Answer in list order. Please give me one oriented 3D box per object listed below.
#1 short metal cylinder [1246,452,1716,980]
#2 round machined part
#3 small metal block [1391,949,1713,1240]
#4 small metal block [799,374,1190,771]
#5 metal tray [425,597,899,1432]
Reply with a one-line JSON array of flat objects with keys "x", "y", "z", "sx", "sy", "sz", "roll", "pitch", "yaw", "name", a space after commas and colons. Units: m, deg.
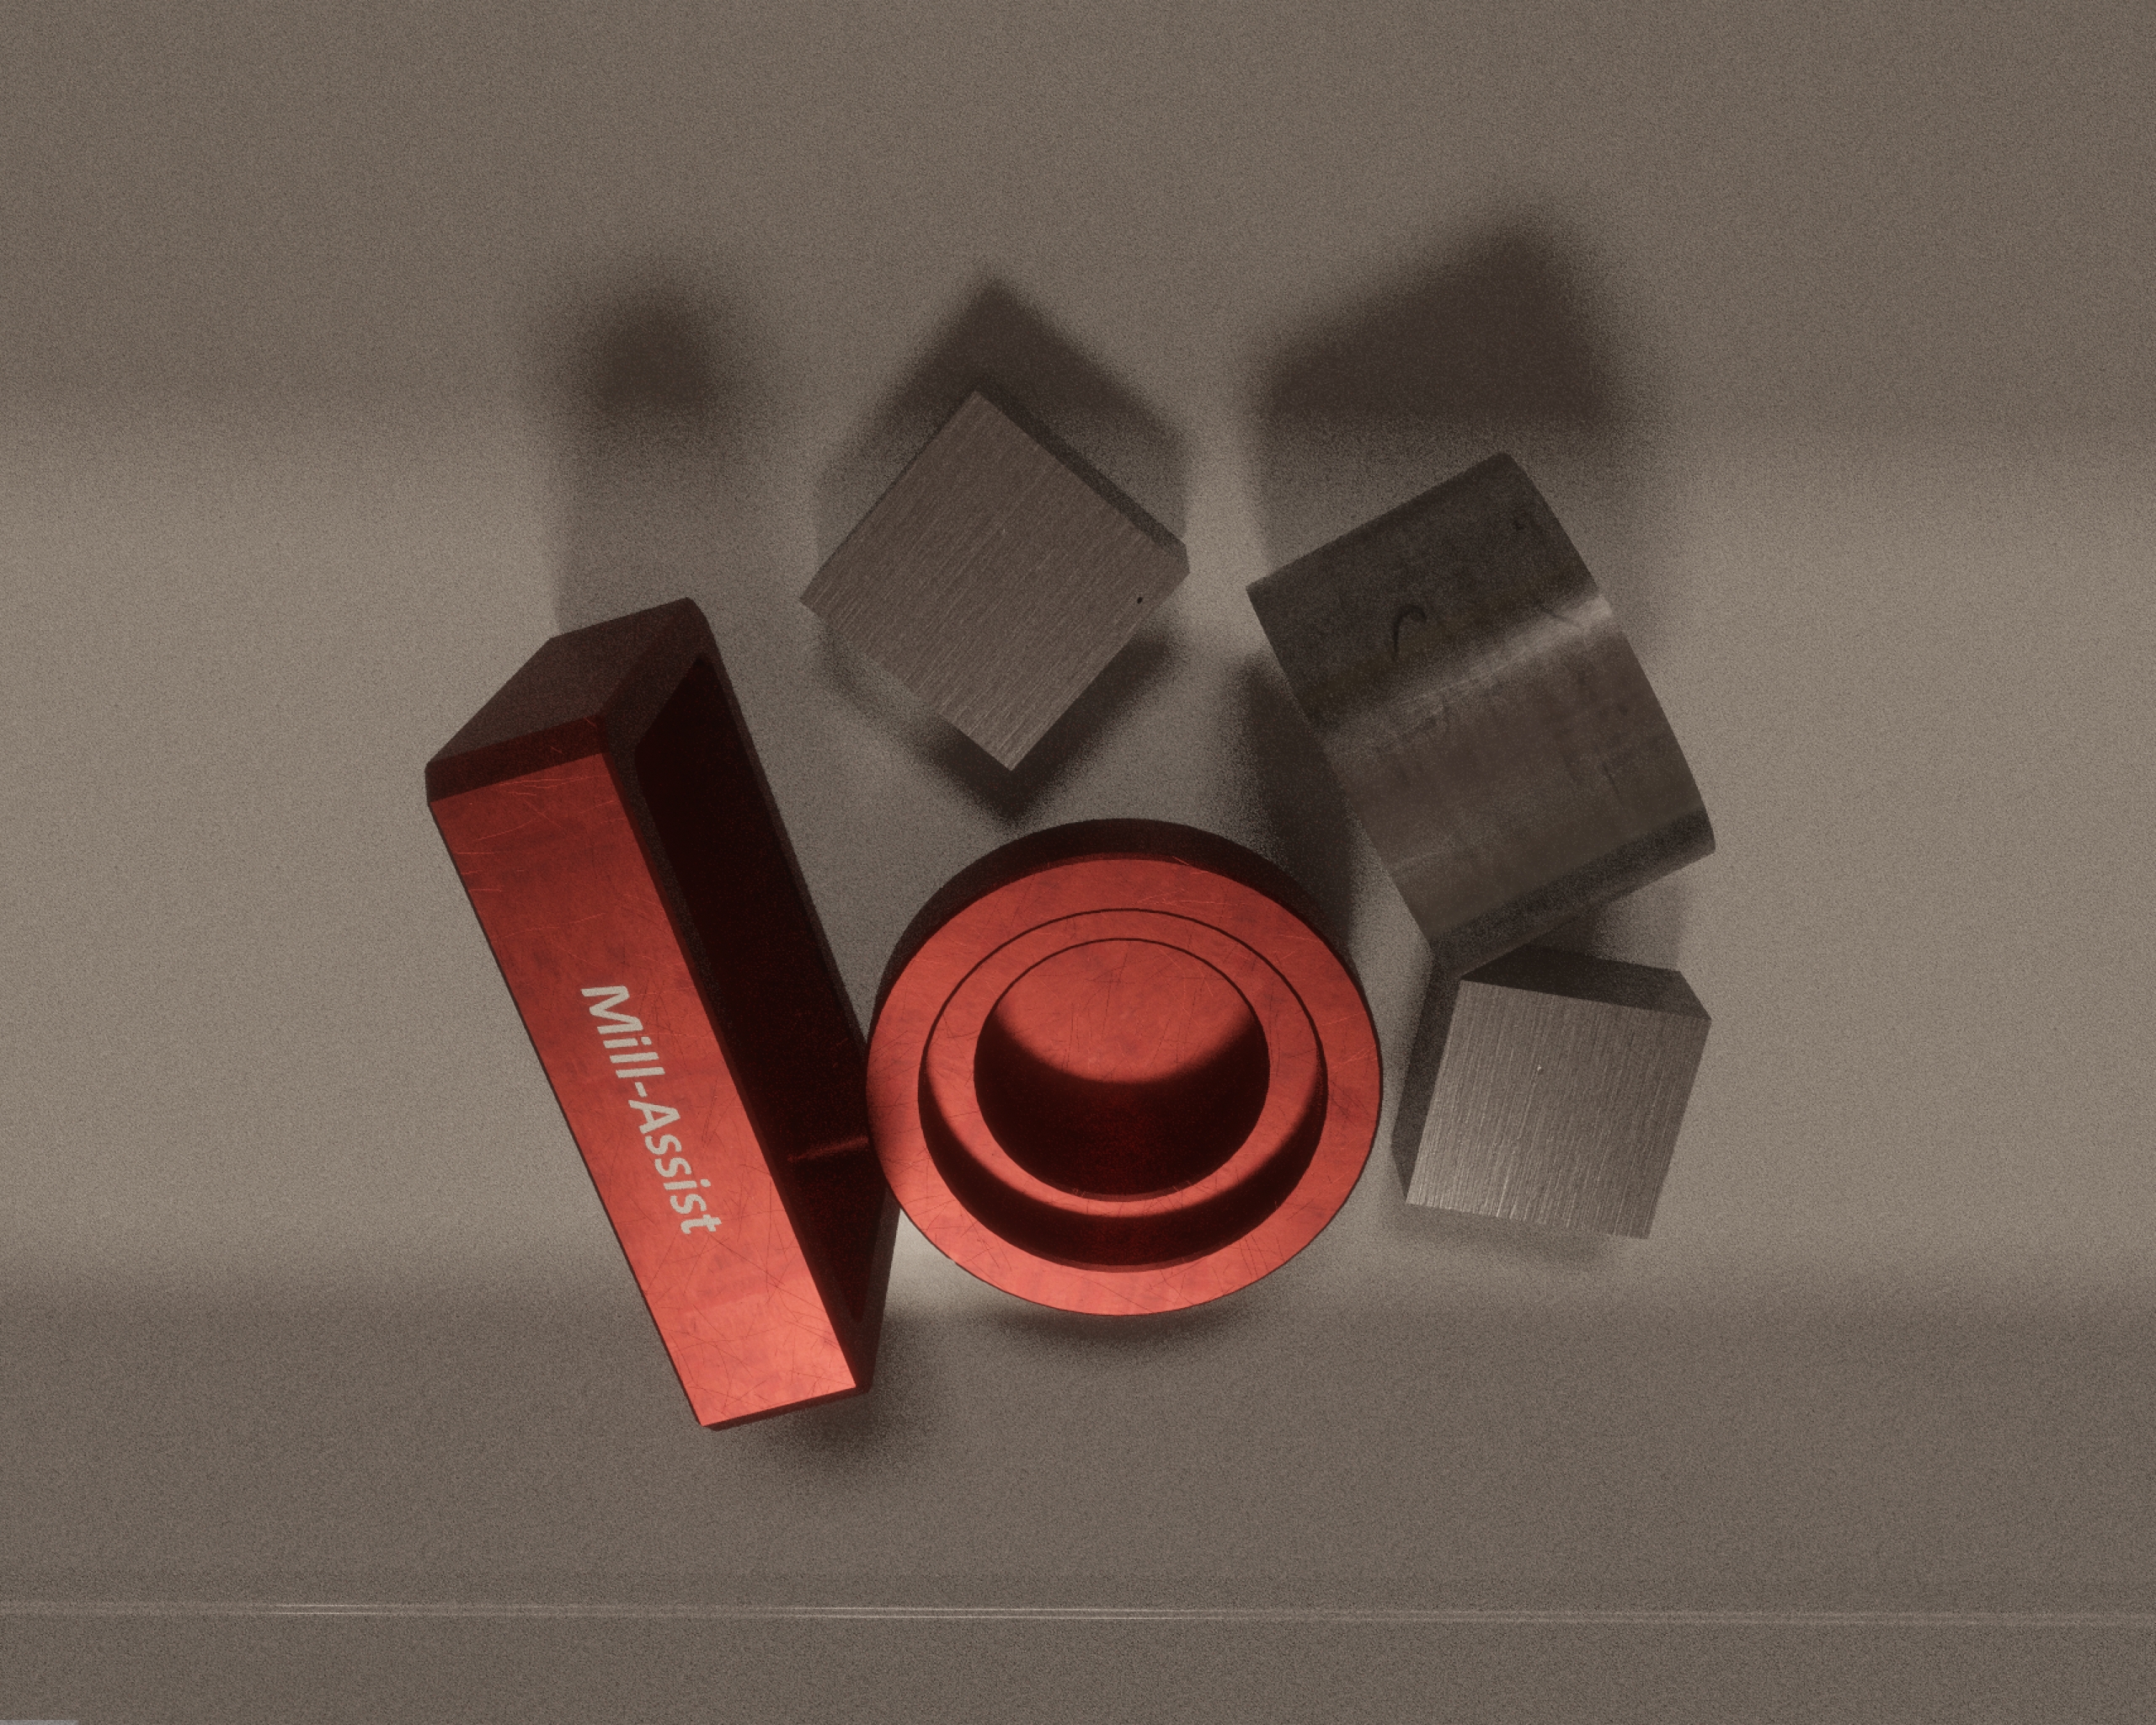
[{"x": 0.071, "y": -0.026, "z": 0.372, "sx": 0.050, "sy": 0.080, "sz": 0.080, "roll": -28, "pitch": 108, "yaw": 9, "name": "short metal cylinder"}, {"x": 0.008, "y": 0.037, "z": 0.413, "sx": 0.099, "sy": 0.042, "sz": 0.097, "roll": 0, "pitch": 110, "yaw": -1, "name": "round machined part"}, {"x": 0.096, "y": 0.046, "z": 0.428, "sx": 0.050, "sy": 0.025, "sz": 0.050, "roll": 9, "pitch": 109, "yaw": -3, "name": "small metal block"}, {"x": -0.015, "y": -0.054, "z": 0.389, "sx": 0.050, "sy": 0.025, "sz": 0.050, "roll": 39, "pitch": 106, "yaw": -12, "name": "small metal block"}, {"x": -0.069, "y": 0.025, "z": 0.383, "sx": 0.030, "sy": 0.090, "sz": 0.129, "roll": -16, "pitch": 109, "yaw": 6, "name": "metal tray"}]
